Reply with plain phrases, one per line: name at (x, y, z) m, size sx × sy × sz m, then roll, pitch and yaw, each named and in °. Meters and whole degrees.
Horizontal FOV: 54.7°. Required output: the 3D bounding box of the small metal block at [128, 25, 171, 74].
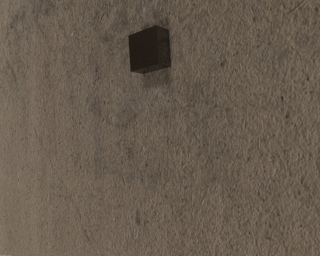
small metal block at (-0.014, -0.103, 0.415) m, size 0.050 × 0.025 × 0.050 m, roll -6°, pitch 86°, yaw 39°
